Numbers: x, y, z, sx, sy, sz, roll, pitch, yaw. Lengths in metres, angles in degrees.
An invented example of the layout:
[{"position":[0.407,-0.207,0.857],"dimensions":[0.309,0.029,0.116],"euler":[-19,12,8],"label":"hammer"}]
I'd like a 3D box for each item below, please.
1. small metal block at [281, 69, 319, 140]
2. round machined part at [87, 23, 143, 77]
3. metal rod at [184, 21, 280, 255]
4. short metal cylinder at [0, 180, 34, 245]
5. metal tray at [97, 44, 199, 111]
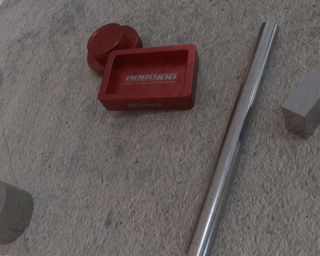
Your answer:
[{"position":[0.155,-0.023,0.321],"dimensions":[0.025,0.050,0.050],"euler":[35,81,38],"label":"small metal block"},{"position":[-0.082,-0.137,0.520],"dimensions":[0.098,0.042,0.098],"euler":[-13,56,21],"label":"round machined part"},{"position":[0.090,-0.001,0.357],"dimensions":[0.025,0.025,0.300],"euler":[10,66,32],"label":"metal rod"},{"position":[-0.228,0.118,0.435],"dimensions":[0.080,0.050,0.080],"euler":[-13,56,21],"label":"short metal cylinder"},{"position":[-0.015,-0.071,0.438],"dimensions":[0.130,0.030,0.090],"euler":[0,61,17],"label":"metal tray"}]
